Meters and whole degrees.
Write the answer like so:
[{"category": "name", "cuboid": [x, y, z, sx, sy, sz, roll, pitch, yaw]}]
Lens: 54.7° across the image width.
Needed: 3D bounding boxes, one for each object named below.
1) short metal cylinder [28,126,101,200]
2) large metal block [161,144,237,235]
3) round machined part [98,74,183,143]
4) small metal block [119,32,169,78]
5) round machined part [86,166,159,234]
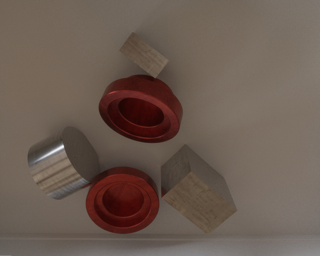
[{"category": "short metal cylinder", "cuboid": [-0.120, 0.044, 0.397, 0.050, 0.080, 0.080, -27, 108, 9]}, {"category": "large metal block", "cuboid": [0.048, 0.079, 0.412, 0.080, 0.080, 0.050, 41, 105, -14]}, {"category": "round machined part", "cuboid": [-0.020, -0.026, 0.376, 0.098, 0.042, 0.097, 10, 145, 8]}, {"category": "small metal block", "cuboid": [-0.019, -0.086, 0.365, 0.050, 0.050, 0.025, 36, 100, -13]}, {"category": "round machined part", "cuboid": [-0.051, 0.096, 0.435, 0.099, 0.042, 0.097, -1, 113, -3]}]
